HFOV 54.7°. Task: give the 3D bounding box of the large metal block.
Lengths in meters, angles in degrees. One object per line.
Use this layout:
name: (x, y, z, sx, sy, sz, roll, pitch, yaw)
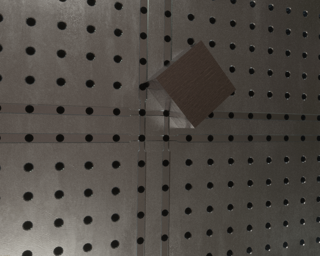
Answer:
large metal block: (0.039, -0.056, 0.415, 0.080, 0.050, 0.080, -42, 104, -15)
